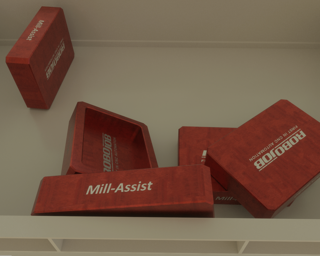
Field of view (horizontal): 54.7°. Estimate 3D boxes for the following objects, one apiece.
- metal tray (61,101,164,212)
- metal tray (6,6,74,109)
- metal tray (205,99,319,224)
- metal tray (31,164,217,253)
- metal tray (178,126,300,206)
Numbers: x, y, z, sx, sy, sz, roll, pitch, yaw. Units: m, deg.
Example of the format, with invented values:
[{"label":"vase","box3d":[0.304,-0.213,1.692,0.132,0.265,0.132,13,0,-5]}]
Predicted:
[{"label":"metal tray","box3d":[-0.051,0.026,0.327,0.091,0.030,0.130,20,25,-22]},{"label":"metal tray","box3d":[-0.165,-0.102,0.447,0.030,0.090,0.130,5,50,4]},{"label":"metal tray","box3d":[0.125,0.029,0.338,0.131,0.030,0.090,-30,56,-23]},{"label":"metal tray","box3d":[-0.022,0.071,0.254,0.131,0.090,0.030,-6,50,7]},{"label":"metal tray","box3d":[0.087,0.043,0.366,0.131,0.030,0.090,2,50,1]}]
